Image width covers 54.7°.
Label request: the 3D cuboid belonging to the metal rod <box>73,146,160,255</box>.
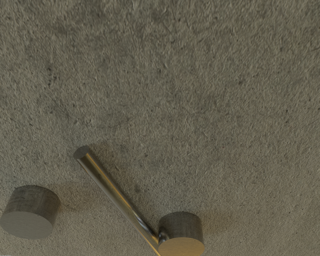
[{"bbox_3d":[-0.053,0.139,0.524,0.025,0.025,0.299,-18,128,14],"label":"metal rod"}]

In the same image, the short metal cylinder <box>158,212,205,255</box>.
[{"bbox_3d":[0.037,0.195,0.557,0.081,0.050,0.079,0,130,0],"label":"short metal cylinder"}]

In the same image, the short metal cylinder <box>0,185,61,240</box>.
[{"bbox_3d":[-0.210,0.139,0.507,0.081,0.050,0.079,0,130,0],"label":"short metal cylinder"}]
